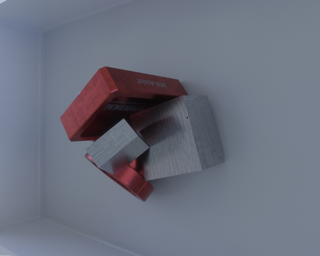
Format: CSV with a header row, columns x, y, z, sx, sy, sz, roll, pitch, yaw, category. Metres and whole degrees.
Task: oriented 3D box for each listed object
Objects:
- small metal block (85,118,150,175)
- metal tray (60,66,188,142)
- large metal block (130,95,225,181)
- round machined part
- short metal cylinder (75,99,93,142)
x,y,z,sx,sy,sz,roll,pitch,yaw,category
-0.044,0.022,0.334,0.050,0.050,0.025,-39,70,-2,small metal block
-0.037,-0.024,0.364,0.090,0.131,0.030,-42,66,31,metal tray
0.019,0.012,0.362,0.080,0.050,0.080,-18,83,38,large metal block
-0.046,0.050,0.405,0.098,0.098,0.042,26,71,36,round machined part
-0.075,-0.016,0.428,0.050,0.081,0.079,28,108,36,short metal cylinder
